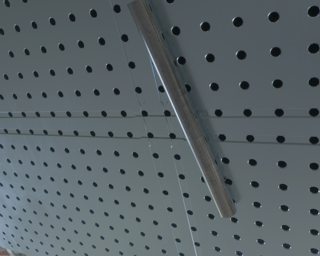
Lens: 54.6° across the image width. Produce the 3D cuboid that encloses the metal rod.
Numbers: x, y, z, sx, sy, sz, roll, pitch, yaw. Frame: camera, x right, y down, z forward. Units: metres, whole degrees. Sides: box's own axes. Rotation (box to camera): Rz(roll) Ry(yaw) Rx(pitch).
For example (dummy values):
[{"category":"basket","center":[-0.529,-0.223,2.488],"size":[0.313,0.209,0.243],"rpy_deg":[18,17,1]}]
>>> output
[{"category":"metal rod","center":[0.035,-0.011,0.385],"size":[0.025,0.025,0.299],"rpy_deg":[-12,112,33]}]
